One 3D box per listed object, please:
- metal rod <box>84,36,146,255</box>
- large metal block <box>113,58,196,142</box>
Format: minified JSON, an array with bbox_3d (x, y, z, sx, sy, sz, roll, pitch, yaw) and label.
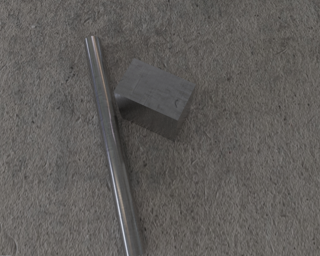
[{"bbox_3d":[-0.064,0.010,0.404,0.025,0.025,0.299,-13,71,-5],"label":"metal rod"},{"bbox_3d":[-0.006,-0.032,0.391,0.080,0.080,0.050,25,72,8],"label":"large metal block"}]
